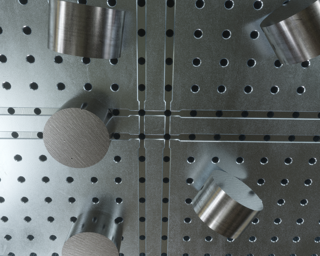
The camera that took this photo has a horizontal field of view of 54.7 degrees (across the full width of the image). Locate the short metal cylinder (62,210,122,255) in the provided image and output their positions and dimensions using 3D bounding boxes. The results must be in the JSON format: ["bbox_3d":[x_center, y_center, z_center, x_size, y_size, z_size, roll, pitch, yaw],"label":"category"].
[{"bbox_3d":[-0.099,0.172,0.462,0.081,0.050,0.079,0,110,-1],"label":"short metal cylinder"}]

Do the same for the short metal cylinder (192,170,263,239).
[{"bbox_3d":[0.091,0.102,0.423,0.080,0.080,0.050,28,108,-10],"label":"short metal cylinder"}]

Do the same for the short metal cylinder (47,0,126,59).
[{"bbox_3d":[-0.081,-0.110,0.343,0.081,0.080,0.050,8,110,-4],"label":"short metal cylinder"}]

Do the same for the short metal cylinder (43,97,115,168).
[{"bbox_3d":[-0.102,0.005,0.400,0.081,0.050,0.079,0,110,-1],"label":"short metal cylinder"}]

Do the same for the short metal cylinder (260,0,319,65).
[{"bbox_3d":[0.161,-0.114,0.344,0.080,0.080,0.050,-33,107,11],"label":"short metal cylinder"}]
